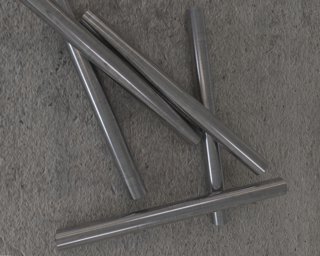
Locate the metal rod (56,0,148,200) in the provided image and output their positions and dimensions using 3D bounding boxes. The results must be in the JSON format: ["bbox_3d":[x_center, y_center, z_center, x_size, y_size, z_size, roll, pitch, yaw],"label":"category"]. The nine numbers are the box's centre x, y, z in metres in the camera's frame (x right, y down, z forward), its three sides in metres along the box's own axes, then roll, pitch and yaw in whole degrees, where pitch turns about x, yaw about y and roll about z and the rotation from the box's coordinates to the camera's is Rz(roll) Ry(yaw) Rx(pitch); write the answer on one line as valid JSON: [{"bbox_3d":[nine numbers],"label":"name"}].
[{"bbox_3d":[-0.082,-0.052,0.378,0.025,0.025,0.299,-24,98,-18],"label":"metal rod"}]

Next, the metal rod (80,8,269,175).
[{"bbox_3d":[0.024,-0.040,0.398,0.300,0.025,0.025,40,77,-9],"label":"metal rod"}]

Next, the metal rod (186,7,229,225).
[{"bbox_3d":[0.067,-0.014,0.433,0.025,0.025,0.298,-8,93,-20],"label":"metal rod"}]

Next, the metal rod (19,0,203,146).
[{"bbox_3d":[-0.056,-0.073,0.366,0.301,0.025,0.025,40,77,-24],"label":"metal rod"}]

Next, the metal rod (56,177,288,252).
[{"bbox_3d":[0.025,0.107,0.399,0.302,0.025,0.025,-10,94,-13],"label":"metal rod"}]
